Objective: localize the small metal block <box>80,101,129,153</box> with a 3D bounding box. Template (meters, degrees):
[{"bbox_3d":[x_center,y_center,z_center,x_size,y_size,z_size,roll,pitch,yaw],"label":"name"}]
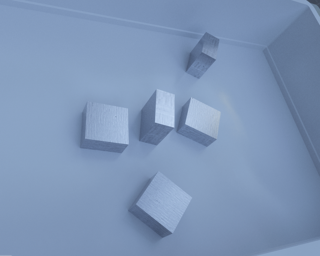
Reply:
[{"bbox_3d":[-0.066,0.000,0.370,0.050,0.025,0.050,9,58,-23],"label":"small metal block"}]

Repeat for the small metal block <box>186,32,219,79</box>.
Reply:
[{"bbox_3d":[0.068,-0.116,0.497,0.025,0.050,0.050,25,53,-13],"label":"small metal block"}]

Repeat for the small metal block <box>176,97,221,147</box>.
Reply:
[{"bbox_3d":[0.056,-0.008,0.441,0.050,0.025,0.050,25,53,-13],"label":"small metal block"}]

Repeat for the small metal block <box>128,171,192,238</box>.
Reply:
[{"bbox_3d":[0.001,0.087,0.353,0.050,0.025,0.050,39,51,-2],"label":"small metal block"}]

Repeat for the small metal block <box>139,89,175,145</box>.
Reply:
[{"bbox_3d":[-0.004,-0.013,0.395,0.025,0.050,0.050,15,56,-20],"label":"small metal block"}]
